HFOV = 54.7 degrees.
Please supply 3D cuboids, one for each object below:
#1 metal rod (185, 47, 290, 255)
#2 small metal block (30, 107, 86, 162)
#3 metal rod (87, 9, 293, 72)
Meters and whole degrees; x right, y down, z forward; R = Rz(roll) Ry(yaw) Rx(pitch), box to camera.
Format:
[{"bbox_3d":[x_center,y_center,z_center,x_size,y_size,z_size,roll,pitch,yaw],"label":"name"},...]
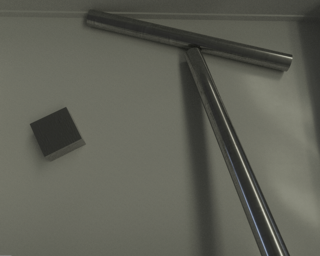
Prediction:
[{"bbox_3d":[0.080,0.013,0.367,0.025,0.025,0.299,-12,56,-5],"label":"metal rod"},{"bbox_3d":[-0.133,0.008,0.405,0.050,0.025,0.050,-27,73,-10],"label":"small metal block"},{"bbox_3d":[0.040,-0.130,0.457,0.302,0.025,0.025,14,71,4],"label":"metal rod"}]
